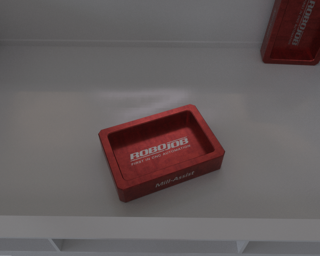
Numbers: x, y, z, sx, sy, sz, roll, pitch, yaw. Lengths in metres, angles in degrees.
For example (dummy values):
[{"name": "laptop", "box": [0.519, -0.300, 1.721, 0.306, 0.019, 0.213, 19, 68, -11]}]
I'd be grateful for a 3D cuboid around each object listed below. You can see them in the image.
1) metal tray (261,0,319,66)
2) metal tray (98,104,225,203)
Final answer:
[{"name": "metal tray", "box": [0.214, -0.157, 0.470, 0.091, 0.129, 0.030, 3, 50, 2]}, {"name": "metal tray", "box": [0.000, 0.026, 0.379, 0.131, 0.030, 0.090, -17, 52, -14]}]
